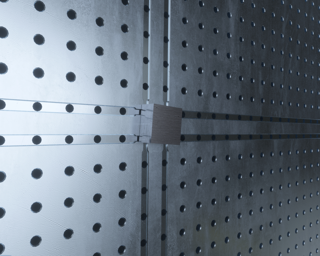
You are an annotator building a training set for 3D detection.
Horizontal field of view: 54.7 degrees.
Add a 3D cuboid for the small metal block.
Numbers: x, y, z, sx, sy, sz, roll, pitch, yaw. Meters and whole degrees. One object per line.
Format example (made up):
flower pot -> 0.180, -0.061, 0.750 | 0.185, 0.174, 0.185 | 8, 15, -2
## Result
small metal block -> 0.002, -0.004, 0.412 | 0.050, 0.025, 0.050 | 6, 86, -40
